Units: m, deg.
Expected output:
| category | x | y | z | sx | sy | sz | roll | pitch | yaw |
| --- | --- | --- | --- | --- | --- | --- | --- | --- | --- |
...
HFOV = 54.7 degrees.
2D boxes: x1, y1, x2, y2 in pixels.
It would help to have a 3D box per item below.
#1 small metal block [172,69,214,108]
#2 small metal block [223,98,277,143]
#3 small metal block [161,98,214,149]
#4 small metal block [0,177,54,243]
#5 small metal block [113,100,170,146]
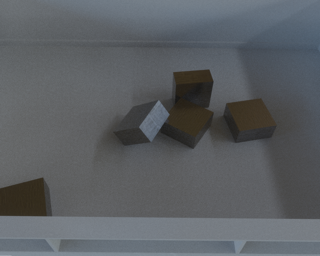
| category | x | y | z | sx | sy | sz | roll | pitch | yaw |
| --- | --- | --- | --- | --- | --- | --- | --- | --- | --- |
| small metal block | 0.044 | -0.053 | 0.434 | 0.050 | 0.050 | 0.025 | -5 | 51 | -5 |
| small metal block | 0.119 | -0.011 | 0.416 | 0.050 | 0.025 | 0.050 | -8 | 51 | -8 |
| small metal block | 0.036 | -0.007 | 0.412 | 0.050 | 0.025 | 0.050 | 27 | 55 | 20 |
| small metal block | -0.145 | 0.086 | 0.331 | 0.050 | 0.025 | 0.050 | -14 | 52 | -12 |
| small metal block | -0.024 | -0.006 | 0.393 | 0.050 | 0.025 | 0.050 | -10 | 36 | 44 |
